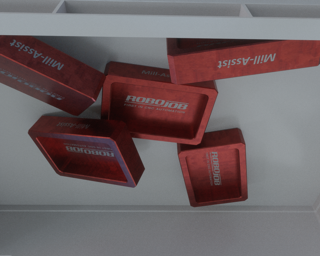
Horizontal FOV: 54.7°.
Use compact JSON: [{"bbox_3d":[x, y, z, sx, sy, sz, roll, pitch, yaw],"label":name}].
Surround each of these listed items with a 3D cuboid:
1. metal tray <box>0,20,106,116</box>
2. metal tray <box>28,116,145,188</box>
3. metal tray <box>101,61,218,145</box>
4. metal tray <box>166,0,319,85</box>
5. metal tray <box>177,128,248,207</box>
[{"bbox_3d":[-0.132,-0.060,0.322,0.131,0.030,0.090,26,161,-21],"label":"metal tray"},{"bbox_3d":[-0.093,0.030,0.399,0.130,0.030,0.090,4,134,24],"label":"metal tray"},{"bbox_3d":[-0.004,-0.027,0.382,0.131,0.030,0.089,7,130,-7],"label":"metal tray"},{"bbox_3d":[0.073,-0.085,0.294,0.131,0.090,0.030,-7,130,5],"label":"metal tray"},{"bbox_3d":[0.080,0.063,0.461,0.090,0.030,0.129,-9,130,7],"label":"metal tray"}]
